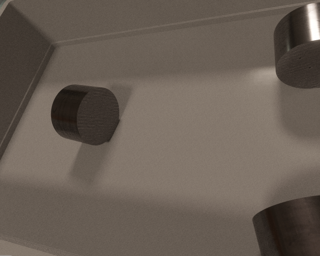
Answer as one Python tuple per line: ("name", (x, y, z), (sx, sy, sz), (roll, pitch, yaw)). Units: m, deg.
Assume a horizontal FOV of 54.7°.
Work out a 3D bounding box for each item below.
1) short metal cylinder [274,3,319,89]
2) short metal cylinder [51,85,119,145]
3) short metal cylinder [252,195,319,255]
("short metal cylinder", (0.167, -0.086, 0.336), (0.080, 0.080, 0.050), (-6, 59, 25))
("short metal cylinder", (-0.103, -0.019, 0.434), (0.050, 0.080, 0.080), (10, 67, 32))
("short metal cylinder", (0.121, 0.093, 0.250), (0.080, 0.080, 0.050), (-18, 55, 17))
